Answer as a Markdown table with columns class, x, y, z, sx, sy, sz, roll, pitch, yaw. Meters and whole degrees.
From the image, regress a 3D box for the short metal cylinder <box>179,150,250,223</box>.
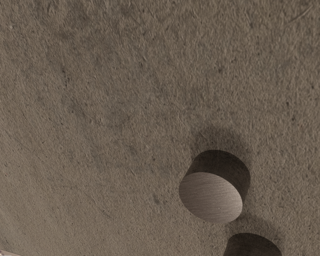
| class | x | y | z | sx | sy | sz | roll | pitch | yaw |
| --- | --- | --- | --- | --- | --- | --- | --- | --- | --- |
| short metal cylinder | 0.071 | 0.075 | 0.399 | 0.080 | 0.050 | 0.079 | 13 | 124 | 20 |

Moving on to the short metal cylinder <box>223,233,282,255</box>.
| class | x | y | z | sx | sy | sz | roll | pitch | yaw |
| --- | --- | --- | --- | --- | --- | --- | --- | --- | --- |
| short metal cylinder | 0.130 | 0.199 | 0.444 | 0.080 | 0.050 | 0.079 | 13 | 124 | 20 |
